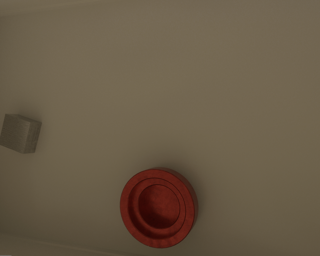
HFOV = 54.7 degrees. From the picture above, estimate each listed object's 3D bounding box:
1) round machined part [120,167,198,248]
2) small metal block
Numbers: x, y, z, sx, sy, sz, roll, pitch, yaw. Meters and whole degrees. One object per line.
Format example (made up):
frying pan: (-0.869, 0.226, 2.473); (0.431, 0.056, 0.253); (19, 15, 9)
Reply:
round machined part: (0.002, 0.099, 0.400); (0.098, 0.042, 0.097); (0, 90, 19)
small metal block: (-0.219, 0.009, 0.486); (0.050, 0.025, 0.050); (17, 96, 18)
